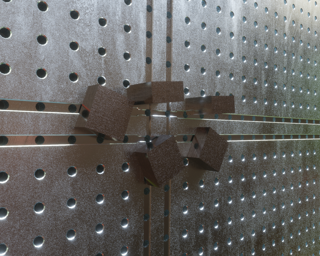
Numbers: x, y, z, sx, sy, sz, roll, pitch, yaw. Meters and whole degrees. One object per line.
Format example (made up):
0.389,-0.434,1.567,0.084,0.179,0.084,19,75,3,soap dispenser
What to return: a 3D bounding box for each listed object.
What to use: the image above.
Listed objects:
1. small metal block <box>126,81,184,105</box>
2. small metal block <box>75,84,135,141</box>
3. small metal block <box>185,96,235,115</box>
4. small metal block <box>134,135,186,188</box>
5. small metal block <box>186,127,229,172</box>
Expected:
-0.006,-0.043,0.387,0.050,0.050,0.025,-8,95,-40,small metal block
-0.062,-0.016,0.356,0.050,0.025,0.050,24,75,-37,small metal block
0.073,-0.033,0.453,0.050,0.050,0.025,-5,93,-40,small metal block
0.001,0.042,0.409,0.050,0.025,0.050,-32,110,-35,small metal block
0.073,0.032,0.469,0.050,0.025,0.050,36,68,-34,small metal block
